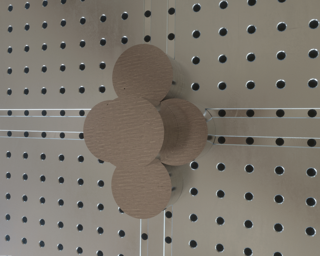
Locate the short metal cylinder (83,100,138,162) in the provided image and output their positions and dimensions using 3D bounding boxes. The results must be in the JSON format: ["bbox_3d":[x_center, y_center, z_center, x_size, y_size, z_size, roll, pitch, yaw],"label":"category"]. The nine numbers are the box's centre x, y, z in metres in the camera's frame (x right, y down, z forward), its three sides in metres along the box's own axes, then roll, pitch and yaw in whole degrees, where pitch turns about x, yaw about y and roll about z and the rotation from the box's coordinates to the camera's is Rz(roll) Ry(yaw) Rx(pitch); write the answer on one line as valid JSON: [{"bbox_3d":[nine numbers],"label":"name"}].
[{"bbox_3d":[-0.055,0.004,0.419,0.080,0.050,0.079,0,90,20],"label":"short metal cylinder"}]

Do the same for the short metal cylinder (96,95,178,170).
[{"bbox_3d":[-0.025,0.005,0.354,0.080,0.050,0.079,0,90,20],"label":"short metal cylinder"}]

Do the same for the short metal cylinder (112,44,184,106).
[{"bbox_3d":[-0.014,-0.064,0.404,0.080,0.050,0.079,0,90,19],"label":"short metal cylinder"}]

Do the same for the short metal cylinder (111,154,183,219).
[{"bbox_3d":[-0.016,0.072,0.404,0.080,0.050,0.080,-1,88,19],"label":"short metal cylinder"}]

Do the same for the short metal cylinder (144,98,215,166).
[{"bbox_3d":[0.025,0.005,0.390,0.080,0.050,0.080,0,90,20],"label":"short metal cylinder"}]
